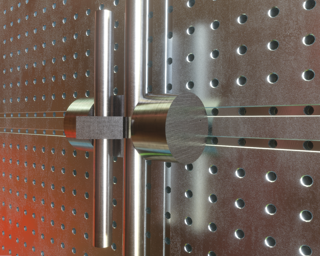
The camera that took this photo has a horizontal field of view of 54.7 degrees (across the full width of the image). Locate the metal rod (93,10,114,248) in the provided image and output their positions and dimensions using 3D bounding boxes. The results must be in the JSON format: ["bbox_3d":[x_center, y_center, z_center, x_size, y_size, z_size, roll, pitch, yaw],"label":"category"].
[{"bbox_3d":[-0.073,0.001,0.400,0.025,0.025,0.298,1,91,40],"label":"metal rod"}]

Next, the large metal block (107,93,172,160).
[{"bbox_3d":[-0.028,-0.002,0.411,0.080,0.050,0.079,1,91,40],"label":"large metal block"}]

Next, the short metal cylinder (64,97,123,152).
[{"bbox_3d":[-0.088,-0.005,0.441,0.050,0.081,0.079,2,91,40],"label":"short metal cylinder"}]

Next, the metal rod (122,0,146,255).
[{"bbox_3d":[-0.030,0.000,0.365,0.025,0.025,0.298,1,91,40],"label":"metal rod"}]

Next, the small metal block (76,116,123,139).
[{"bbox_3d":[-0.068,-0.001,0.363,0.050,0.050,0.025,-171,81,-84],"label":"small metal block"}]

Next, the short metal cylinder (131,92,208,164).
[{"bbox_3d":[0.013,0.000,0.358,0.050,0.081,0.079,1,91,41],"label":"short metal cylinder"}]
